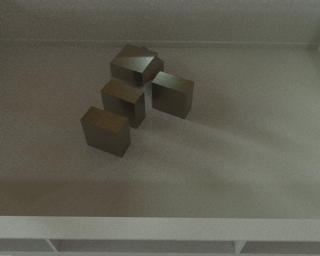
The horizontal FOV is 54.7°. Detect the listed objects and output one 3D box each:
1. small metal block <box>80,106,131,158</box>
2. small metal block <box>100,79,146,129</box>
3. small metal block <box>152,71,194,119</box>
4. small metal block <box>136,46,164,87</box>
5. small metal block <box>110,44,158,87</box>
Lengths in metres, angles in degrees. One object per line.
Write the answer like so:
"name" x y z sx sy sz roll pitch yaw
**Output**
"small metal block" -0.066 0.005 0.384 0.050 0.050 0.025 18 53 14
"small metal block" -0.048 -0.031 0.415 0.050 0.050 0.025 22 54 17
"small metal block" 0.017 -0.045 0.427 0.050 0.050 0.025 20 53 16
"small metal block" -0.030 -0.097 0.487 0.050 0.025 0.050 -31 57 -24
"small metal block" -0.037 -0.092 0.450 0.050 0.025 0.050 20 53 15
